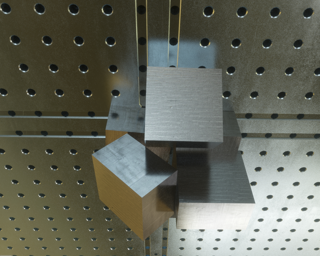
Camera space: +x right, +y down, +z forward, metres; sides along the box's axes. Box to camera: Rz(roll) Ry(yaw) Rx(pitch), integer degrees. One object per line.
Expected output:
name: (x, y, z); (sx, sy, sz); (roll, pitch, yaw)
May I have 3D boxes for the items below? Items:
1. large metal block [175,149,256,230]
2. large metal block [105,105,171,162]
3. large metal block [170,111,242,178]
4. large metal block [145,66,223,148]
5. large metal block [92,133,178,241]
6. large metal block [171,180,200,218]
large metal block: (0.059, 0.072, 0.371); (0.080, 0.080, 0.050); (1, 130, -1)
large metal block: (-0.029, 0.020, 0.412); (0.080, 0.050, 0.080); (5, 130, -5)
large metal block: (0.056, 0.023, 0.415); (0.080, 0.050, 0.080); (2, 130, -2)
large metal block: (0.025, -0.021, 0.348); (0.080, 0.080, 0.050); (2, 168, -2)
large metal block: (-0.029, 0.066, 0.355); (0.080, 0.050, 0.080); (33, 140, 32)
large metal block: (0.016, 0.097, 0.451); (0.080, 0.050, 0.080); (2, 175, -1)
